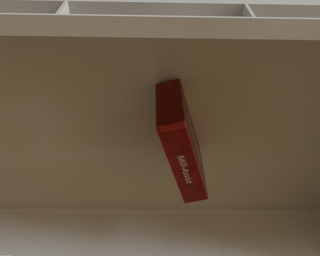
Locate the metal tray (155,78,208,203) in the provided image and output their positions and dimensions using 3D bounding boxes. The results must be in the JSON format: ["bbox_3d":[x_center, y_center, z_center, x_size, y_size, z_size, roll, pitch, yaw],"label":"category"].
[{"bbox_3d":[0.027,0.018,0.378,0.030,0.090,0.130,-13,129,9],"label":"metal tray"}]
